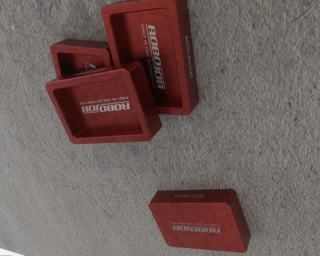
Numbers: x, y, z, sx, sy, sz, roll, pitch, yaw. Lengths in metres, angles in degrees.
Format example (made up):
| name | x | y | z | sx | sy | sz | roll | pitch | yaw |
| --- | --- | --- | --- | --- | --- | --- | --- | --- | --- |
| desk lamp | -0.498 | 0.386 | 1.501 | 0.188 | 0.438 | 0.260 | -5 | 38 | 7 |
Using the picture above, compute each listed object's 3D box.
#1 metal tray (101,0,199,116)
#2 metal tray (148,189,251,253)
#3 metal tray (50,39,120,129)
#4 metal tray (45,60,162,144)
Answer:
| name | x | y | z | sx | sy | sz | roll | pitch | yaw |
| --- | --- | --- | --- | --- | --- | --- | --- | --- | --- |
| metal tray | -0.009 | -0.080 | 0.358 | 0.090 | 0.030 | 0.129 | 4 | 120 | 26 |
| metal tray | 0.057 | 0.136 | 0.458 | 0.130 | 0.030 | 0.090 | -9 | 114 | 32 |
| metal tray | -0.091 | -0.050 | 0.420 | 0.090 | 0.030 | 0.129 | 10 | 123 | 22 |
| metal tray | -0.071 | -0.027 | 0.384 | 0.130 | 0.030 | 0.090 | -4 | 117 | 30 |
